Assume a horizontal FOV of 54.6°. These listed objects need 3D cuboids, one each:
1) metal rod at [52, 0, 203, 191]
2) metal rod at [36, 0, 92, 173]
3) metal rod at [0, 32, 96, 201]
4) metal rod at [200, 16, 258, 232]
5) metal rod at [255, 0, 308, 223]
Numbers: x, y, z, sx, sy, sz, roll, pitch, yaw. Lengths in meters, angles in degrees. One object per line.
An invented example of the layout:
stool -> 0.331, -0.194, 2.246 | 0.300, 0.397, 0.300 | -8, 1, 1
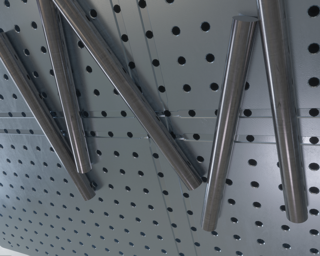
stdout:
metal rod -> -0.036, -0.041, 0.405 | 0.025, 0.025, 0.300 | -27, 104, 37
metal rod -> -0.135, -0.060, 0.446 | 0.025, 0.025, 0.298 | 10, 123, 23
metal rod -> -0.183, -0.007, 0.504 | 0.025, 0.025, 0.299 | -11, 113, 33
metal rod -> 0.078, 0.019, 0.382 | 0.025, 0.025, 0.298 | 15, 125, 19
metal rod -> 0.131, -0.020, 0.329 | 0.025, 0.025, 0.299 | -3, 117, 30
